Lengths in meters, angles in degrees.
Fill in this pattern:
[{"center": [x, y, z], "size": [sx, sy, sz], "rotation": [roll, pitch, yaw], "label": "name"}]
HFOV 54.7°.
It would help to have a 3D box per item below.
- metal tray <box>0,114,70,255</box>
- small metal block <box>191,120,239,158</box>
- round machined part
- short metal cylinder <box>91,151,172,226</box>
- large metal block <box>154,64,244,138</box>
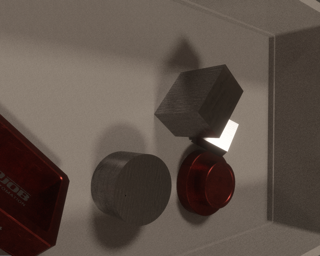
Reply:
[{"center": [-0.135, 0.036, 0.254], "size": [0.030, 0.090, 0.130], "rotation": [-32, 118, 11], "label": "metal tray"}, {"center": [0.081, 0.008, 0.459], "size": [0.050, 0.025, 0.050], "rotation": [28, 62, 2], "label": "small metal block"}, {"center": [0.075, 0.082, 0.461], "size": [0.099, 0.042, 0.097], "rotation": [0, 90, -40], "label": "round machined part"}, {"center": [-0.033, 0.069, 0.365], "size": [0.081, 0.050, 0.079], "rotation": [0, 90, -40], "label": "short metal cylinder"}, {"center": [0.052, -0.034, 0.417], "size": [0.050, 0.080, 0.080], "rotation": [47, 62, -30], "label": "large metal block"}]
